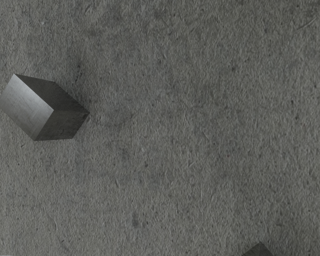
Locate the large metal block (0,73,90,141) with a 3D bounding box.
[{"bbox_3d":[-0.162,-0.027,0.437,0.080,0.080,0.050,40,103,15],"label":"large metal block"}]

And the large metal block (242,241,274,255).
[{"bbox_3d":[0.118,0.185,0.338,0.050,0.080,0.080,-45,76,15],"label":"large metal block"}]
